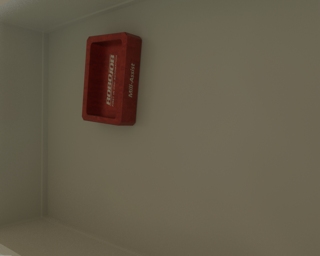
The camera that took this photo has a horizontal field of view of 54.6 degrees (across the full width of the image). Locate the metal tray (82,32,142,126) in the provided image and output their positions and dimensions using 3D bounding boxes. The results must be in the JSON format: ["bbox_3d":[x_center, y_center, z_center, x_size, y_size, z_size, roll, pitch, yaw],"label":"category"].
[{"bbox_3d":[-0.074,-0.072,0.466,0.090,0.030,0.129,8,95,39],"label":"metal tray"}]
